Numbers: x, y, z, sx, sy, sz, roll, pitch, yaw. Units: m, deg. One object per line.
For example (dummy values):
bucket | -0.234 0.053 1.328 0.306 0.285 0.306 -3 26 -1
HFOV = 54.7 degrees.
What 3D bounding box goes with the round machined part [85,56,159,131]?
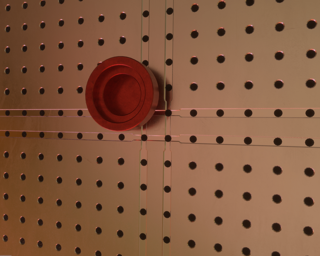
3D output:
round machined part | -0.047 -0.044 0.419 0.098 0.042 0.097 0 90 19
